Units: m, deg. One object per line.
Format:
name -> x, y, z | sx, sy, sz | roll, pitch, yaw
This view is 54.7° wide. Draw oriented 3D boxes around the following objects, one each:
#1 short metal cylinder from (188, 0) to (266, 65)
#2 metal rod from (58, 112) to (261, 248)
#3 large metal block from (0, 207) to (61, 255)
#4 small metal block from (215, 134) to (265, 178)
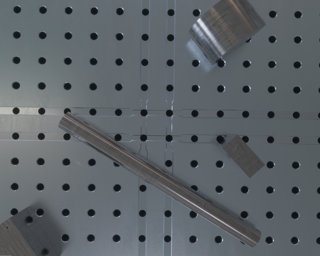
short metal cylinder -> 0.083, -0.123, 0.387 | 0.080, 0.080, 0.050 | -36, 90, 0
metal rod -> 0.000, 0.069, 0.413 | 0.301, 0.025, 0.025 | 32, 90, 0
large metal block -> -0.192, 0.164, 0.399 | 0.080, 0.050, 0.080 | -35, 90, 0
small metal block -> 0.102, 0.034, 0.402 | 0.025, 0.050, 0.050 | -42, 90, 0
